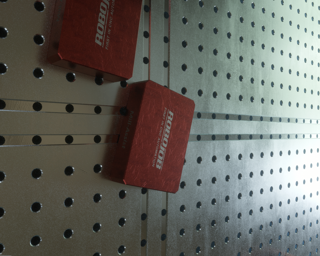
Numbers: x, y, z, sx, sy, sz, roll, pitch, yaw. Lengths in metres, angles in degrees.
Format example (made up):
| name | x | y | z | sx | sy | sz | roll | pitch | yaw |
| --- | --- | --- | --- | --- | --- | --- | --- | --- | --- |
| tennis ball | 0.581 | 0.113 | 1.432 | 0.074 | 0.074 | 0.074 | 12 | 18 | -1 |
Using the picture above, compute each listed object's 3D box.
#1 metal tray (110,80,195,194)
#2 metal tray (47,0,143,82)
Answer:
| name | x | y | z | sx | sy | sz | roll | pitch | yaw |
| --- | --- | --- | --- | --- | --- | --- | --- | --- | --- |
| metal tray | -0.006 | 0.013 | 0.403 | 0.091 | 0.030 | 0.129 | 20 | 77 | -39 |
| metal tray | -0.068 | -0.126 | 0.350 | 0.091 | 0.030 | 0.129 | 12 | 83 | -40 |
